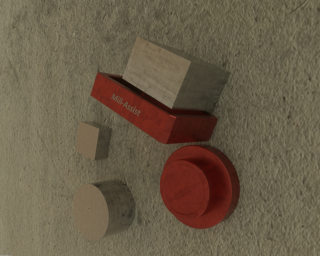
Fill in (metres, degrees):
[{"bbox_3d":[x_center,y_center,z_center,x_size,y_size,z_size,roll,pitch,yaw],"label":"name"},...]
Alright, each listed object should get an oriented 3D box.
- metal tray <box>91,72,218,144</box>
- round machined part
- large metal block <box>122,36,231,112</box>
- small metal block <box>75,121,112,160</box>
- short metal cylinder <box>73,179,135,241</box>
[{"bbox_3d":[-0.008,-0.026,0.369,0.130,0.091,0.030,33,110,35],"label":"metal tray"},{"bbox_3d":[0.039,0.069,0.362,0.098,0.042,0.097,0,90,40],"label":"round machined part"},{"bbox_3d":[0.019,-0.060,0.353,0.080,0.081,0.050,35,112,34],"label":"large metal block"},{"bbox_3d":[-0.106,0.019,0.493,0.050,0.025,0.050,17,101,38],"label":"small metal block"},{"bbox_3d":[-0.083,0.119,0.457,0.080,0.050,0.080,0,90,40],"label":"short metal cylinder"}]
